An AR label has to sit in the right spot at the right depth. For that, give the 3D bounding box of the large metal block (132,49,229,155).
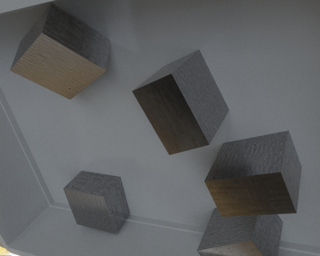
[{"bbox_3d":[0.027,-0.029,0.341,0.050,0.080,0.080,-19,109,35],"label":"large metal block"}]

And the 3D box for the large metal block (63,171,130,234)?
[{"bbox_3d":[-0.105,0.124,0.525,0.080,0.050,0.079,4,121,26],"label":"large metal block"}]

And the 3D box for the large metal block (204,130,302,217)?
[{"bbox_3d":[0.107,0.051,0.348,0.080,0.080,0.050,-14,111,34],"label":"large metal block"}]

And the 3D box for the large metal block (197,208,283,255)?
[{"bbox_3d":[0.106,0.141,0.405,0.080,0.080,0.050,-30,102,37],"label":"large metal block"}]

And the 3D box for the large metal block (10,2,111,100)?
[{"bbox_3d":[-0.120,-0.088,0.377,0.080,0.050,0.080,28,139,-36],"label":"large metal block"}]
